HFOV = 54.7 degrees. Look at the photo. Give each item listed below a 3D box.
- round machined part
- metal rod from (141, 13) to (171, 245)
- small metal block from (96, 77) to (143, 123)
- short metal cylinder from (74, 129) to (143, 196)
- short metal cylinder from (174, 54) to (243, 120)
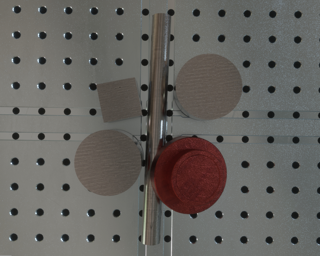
[{"bbox_3d":[0.041,0.060,0.389,0.099,0.042,0.097,0,90,-16],"label":"round machined part"},{"bbox_3d":[-0.005,0.002,0.409,0.025,0.025,0.298,3,90,0],"label":"metal rod"},{"bbox_3d":[-0.052,-0.036,0.409,0.050,0.025,0.050,-11,90,0],"label":"small metal block"},{"bbox_3d":[-0.062,0.042,0.396,0.081,0.050,0.079,0,90,0],"label":"short metal cylinder"},{"bbox_3d":[0.059,-0.050,0.397,0.081,0.050,0.079,0,90,0],"label":"short metal cylinder"}]
